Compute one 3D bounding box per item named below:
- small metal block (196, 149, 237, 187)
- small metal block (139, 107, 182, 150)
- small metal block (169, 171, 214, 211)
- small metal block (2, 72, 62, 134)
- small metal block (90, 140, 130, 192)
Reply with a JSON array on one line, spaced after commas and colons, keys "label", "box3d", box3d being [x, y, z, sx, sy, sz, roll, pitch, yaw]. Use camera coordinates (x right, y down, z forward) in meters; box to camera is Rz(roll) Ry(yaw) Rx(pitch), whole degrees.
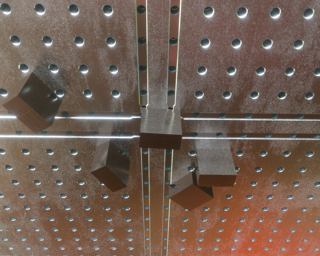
[{"label": "small metal block", "box3d": [0.078, 0.056, 0.443, 0.050, 0.050, 0.025, 1, 130, -1]}, {"label": "small metal block", "box3d": [0.001, 0.000, 0.395, 0.050, 0.050, 0.025, 3, 130, -3]}, {"label": "small metal block", "box3d": [0.050, 0.103, 0.499, 0.050, 0.025, 0.050, -37, 121, 27]}, {"label": "small metal block", "box3d": [-0.149, -0.030, 0.368, 0.025, 0.050, 0.050, -26, 126, 20]}, {"label": "small metal block", "box3d": [-0.069, 0.054, 0.441, 0.025, 0.050, 0.050, -25, 126, 20]}]
